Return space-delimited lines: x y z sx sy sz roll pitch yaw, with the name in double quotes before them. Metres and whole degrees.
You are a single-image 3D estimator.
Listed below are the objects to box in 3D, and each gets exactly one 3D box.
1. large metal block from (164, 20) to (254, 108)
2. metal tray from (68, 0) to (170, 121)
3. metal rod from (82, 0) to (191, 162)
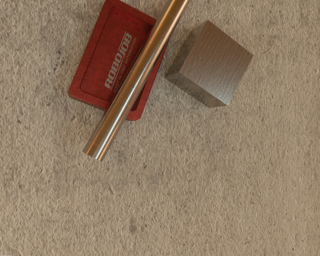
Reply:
"large metal block" 0.066 -0.083 0.421 0.080 0.050 0.080 32 80 -18
"metal tray" -0.049 -0.083 0.388 0.091 0.030 0.129 22 83 -19
"metal rod" -0.008 -0.098 0.374 0.025 0.025 0.299 31 80 -18
